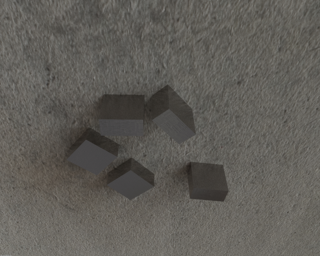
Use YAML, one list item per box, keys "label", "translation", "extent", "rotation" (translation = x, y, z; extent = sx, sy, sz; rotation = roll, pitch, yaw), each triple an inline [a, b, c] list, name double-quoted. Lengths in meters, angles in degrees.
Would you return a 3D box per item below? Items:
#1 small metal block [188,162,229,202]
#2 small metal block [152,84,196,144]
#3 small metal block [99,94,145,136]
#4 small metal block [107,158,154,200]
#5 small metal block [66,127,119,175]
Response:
- label: "small metal block"
  translation: [0.070, 0.079, 0.459]
  extent: [0.050, 0.050, 0.025]
  rotation: [6, 130, -6]
- label: "small metal block"
  translation: [0.016, -0.017, 0.377]
  extent: [0.025, 0.050, 0.050]
  rotation: [-33, 123, 24]
- label: "small metal block"
  translation: [-0.044, -0.016, 0.376]
  extent: [0.050, 0.050, 0.025]
  rotation: [1, 130, -1]
- label: "small metal block"
  translation: [-0.044, 0.079, 0.474]
  extent: [0.050, 0.025, 0.050]
  rotation: [-34, 123, 25]
- label: "small metal block"
  translation: [-0.094, 0.034, 0.435]
  extent: [0.050, 0.025, 0.050]
  rotation: [33, 122, -26]
